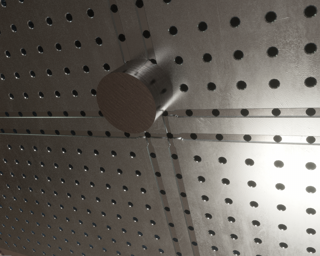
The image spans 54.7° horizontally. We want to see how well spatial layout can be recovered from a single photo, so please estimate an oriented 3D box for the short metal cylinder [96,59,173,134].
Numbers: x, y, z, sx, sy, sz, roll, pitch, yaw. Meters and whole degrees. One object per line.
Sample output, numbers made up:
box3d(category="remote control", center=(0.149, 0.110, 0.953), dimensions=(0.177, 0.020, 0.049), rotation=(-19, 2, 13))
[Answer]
box3d(category="short metal cylinder", center=(-0.031, -0.040, 0.385), dimensions=(0.080, 0.050, 0.079), rotation=(13, 124, 20))
